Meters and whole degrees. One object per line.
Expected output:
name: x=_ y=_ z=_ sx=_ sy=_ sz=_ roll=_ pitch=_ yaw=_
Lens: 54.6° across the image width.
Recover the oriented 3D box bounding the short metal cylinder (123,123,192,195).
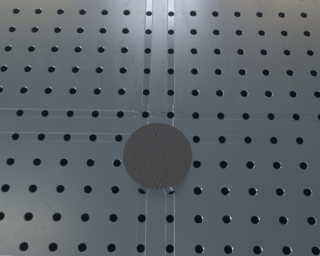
short metal cylinder: x=-0.003 y=0.040 z=0.384 sx=0.080 sy=0.050 sz=0.080 roll=0 pitch=70 yaw=0
